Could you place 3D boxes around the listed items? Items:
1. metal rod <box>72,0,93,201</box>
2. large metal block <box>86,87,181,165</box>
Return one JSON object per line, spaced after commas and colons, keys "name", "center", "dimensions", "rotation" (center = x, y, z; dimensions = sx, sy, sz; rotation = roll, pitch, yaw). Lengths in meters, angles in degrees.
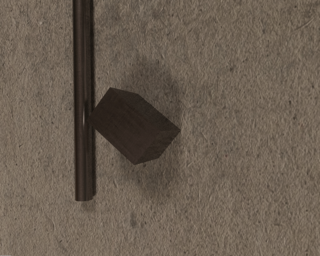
{"name": "metal rod", "center": [-0.112, -0.046, 0.446], "dimensions": [0.025, 0.025, 0.298], "rotation": [-1, 90, 19]}
{"name": "large metal block", "center": [-0.030, -0.003, 0.389], "dimensions": [0.080, 0.080, 0.050], "rotation": [41, 103, 15]}
